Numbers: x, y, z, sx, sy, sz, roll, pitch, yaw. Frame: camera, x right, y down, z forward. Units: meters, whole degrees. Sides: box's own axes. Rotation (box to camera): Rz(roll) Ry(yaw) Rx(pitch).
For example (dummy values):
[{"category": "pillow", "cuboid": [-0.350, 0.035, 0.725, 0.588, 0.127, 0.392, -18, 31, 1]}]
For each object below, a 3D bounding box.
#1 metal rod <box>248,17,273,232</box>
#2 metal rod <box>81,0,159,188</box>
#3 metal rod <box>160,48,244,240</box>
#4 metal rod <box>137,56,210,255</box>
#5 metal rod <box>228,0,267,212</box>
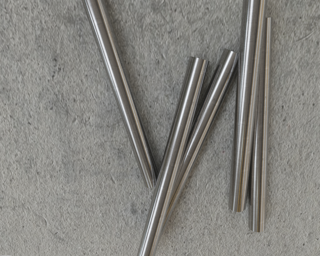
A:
[{"category": "metal rod", "cuboid": [0.133, 0.010, 0.415, 0.025, 0.025, 0.298, -5, 110, 1]}, {"category": "metal rod", "cuboid": [-0.050, -0.057, 0.388, 0.025, 0.025, 0.298, -15, 110, 5]}, {"category": "metal rod", "cuboid": [0.038, 0.039, 0.424, 0.025, 0.025, 0.298, 19, 109, -7]}, {"category": "metal rod", "cuboid": [0.012, 0.056, 0.412, 0.025, 0.025, 0.298, 13, 103, -5]}, {"category": "metal rod", "cuboid": [0.107, -0.019, 0.389, 0.025, 0.025, 0.298, -2, 116, 0]}]
